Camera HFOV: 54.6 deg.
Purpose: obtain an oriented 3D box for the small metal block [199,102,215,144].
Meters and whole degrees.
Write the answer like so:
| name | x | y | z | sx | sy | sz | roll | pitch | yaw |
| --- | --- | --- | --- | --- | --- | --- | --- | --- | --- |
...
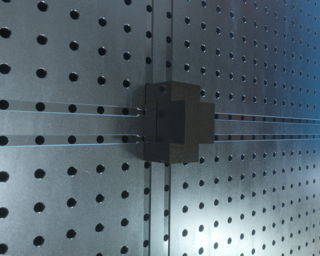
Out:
| name | x | y | z | sx | sy | sz | roll | pitch | yaw |
| --- | --- | --- | --- | --- | --- | --- | --- | --- | --- |
| small metal block | 0.042 | -0.006 | 0.394 | 0.025 | 0.050 | 0.050 | 2 | 89 | -39 |

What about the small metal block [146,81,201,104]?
| name | x | y | z | sx | sy | sz | roll | pitch | yaw |
| --- | --- | --- | --- | --- | --- | --- | --- | --- | --- |
| small metal block | 0.017 | -0.044 | 0.405 | 0.050 | 0.050 | 0.025 | 2 | 89 | -40 |

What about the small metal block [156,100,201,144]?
| name | x | y | z | sx | sy | sz | roll | pitch | yaw |
| --- | --- | --- | --- | --- | --- | --- | --- | --- | --- |
| small metal block | 0.022 | -0.007 | 0.377 | 0.025 | 0.050 | 0.050 | 2 | 89 | -40 |

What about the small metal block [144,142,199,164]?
| name | x | y | z | sx | sy | sz | roll | pitch | yaw |
| --- | --- | --- | --- | --- | --- | --- | --- | --- | --- |
| small metal block | 0.015 | 0.031 | 0.404 | 0.050 | 0.050 | 0.025 | 2 | 89 | -40 |

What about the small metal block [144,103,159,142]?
| name | x | y | z | sx | sy | sz | roll | pitch | yaw |
| --- | --- | --- | --- | --- | --- | --- | --- | --- | --- |
| small metal block | 0.007 | -0.006 | 0.414 | 0.050 | 0.025 | 0.050 | 2 | 89 | -38 |
